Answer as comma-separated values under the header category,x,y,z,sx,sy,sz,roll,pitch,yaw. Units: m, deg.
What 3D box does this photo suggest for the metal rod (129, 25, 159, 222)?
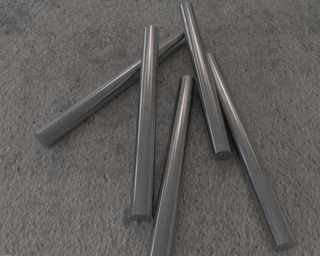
category,x,y,z,sx,sy,sz,roll,pitch,yaw
metal rod,-0.017,-0.029,0.408,0.025,0.025,0.300,1,56,1

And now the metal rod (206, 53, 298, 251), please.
category,x,y,z,sx,sy,sz,roll,pitch,yaw
metal rod,0.101,0.003,0.400,0.025,0.025,0.300,-7,50,-6

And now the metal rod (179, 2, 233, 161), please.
category,x,y,z,sx,sy,sz,roll,pitch,yaw
metal rod,0.061,-0.089,0.460,0.025,0.025,0.299,-4,55,-4

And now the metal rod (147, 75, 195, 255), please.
category,x,y,z,sx,sy,sz,roll,pitch,yaw
metal rod,0.017,0.044,0.365,0.025,0.025,0.300,7,50,6

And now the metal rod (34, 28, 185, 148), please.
category,x,y,z,sx,sy,sz,roll,pitch,yaw
metal rod,-0.053,-0.073,0.463,0.025,0.025,0.301,32,57,24
